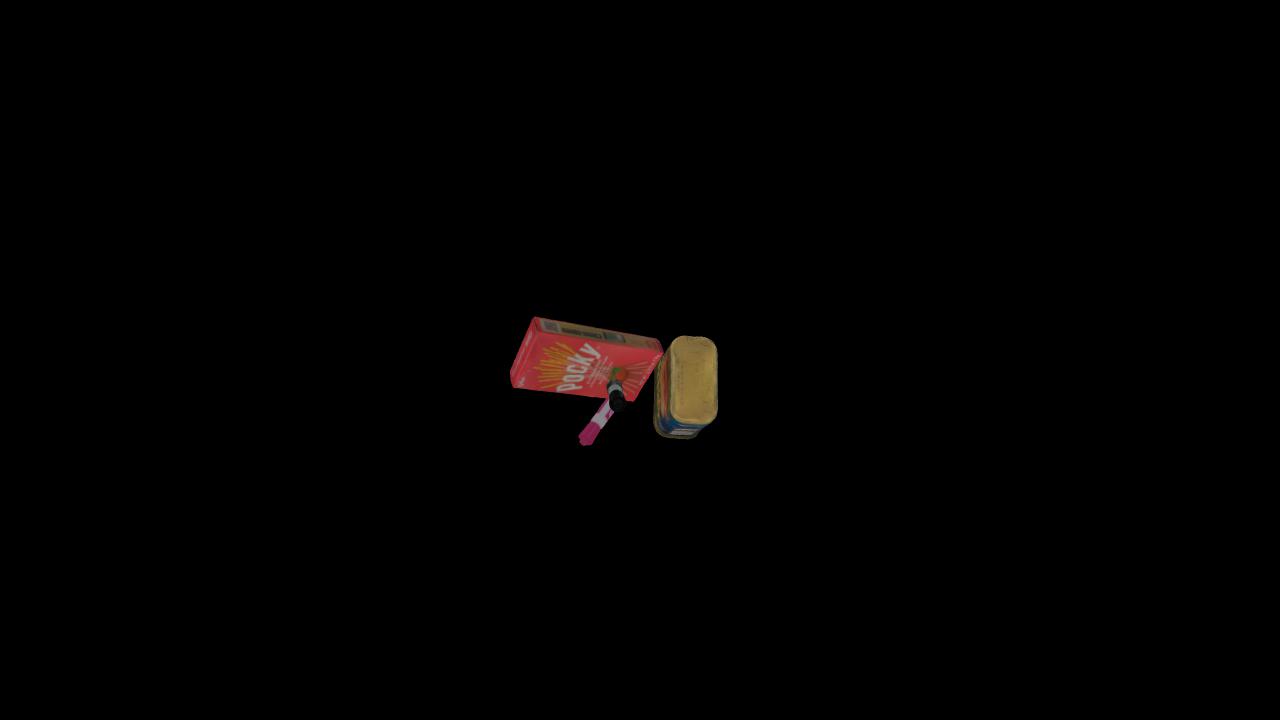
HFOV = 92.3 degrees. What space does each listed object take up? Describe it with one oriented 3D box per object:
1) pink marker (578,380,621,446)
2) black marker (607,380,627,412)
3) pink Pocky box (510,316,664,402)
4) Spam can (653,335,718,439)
[{"bbox_3d":[-0.038,0.057,0.746,0.020,0.020,0.121,0,40,38],"label":"pink marker"},{"bbox_3d":[-0.030,0.030,0.704,0.020,0.020,0.121,0,18,-7],"label":"black marker"},{"bbox_3d":[-0.059,0.003,0.686,0.155,0.084,0.029,9,38,-29],"label":"pink Pocky box"},{"bbox_3d":[0.051,0.031,0.685,0.058,0.101,0.085,4,-16,-9],"label":"Spam can"}]
